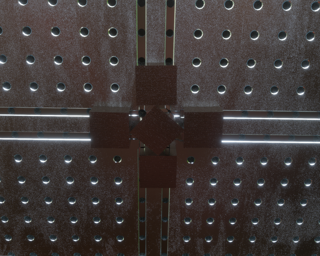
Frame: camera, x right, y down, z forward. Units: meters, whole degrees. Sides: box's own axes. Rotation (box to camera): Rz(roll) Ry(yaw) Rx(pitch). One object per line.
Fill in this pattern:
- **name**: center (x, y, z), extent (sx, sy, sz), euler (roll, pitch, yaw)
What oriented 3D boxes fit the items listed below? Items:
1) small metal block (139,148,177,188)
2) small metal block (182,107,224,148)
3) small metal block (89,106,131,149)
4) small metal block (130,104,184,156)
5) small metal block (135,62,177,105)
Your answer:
- **small metal block**: center (-0.003, 0.056, 0.434), extent (0.050, 0.025, 0.050), euler (0, 110, -1)
- **small metal block**: center (0.056, -0.001, 0.414), extent (0.050, 0.025, 0.050), euler (0, 110, -1)
- **small metal block**: center (-0.065, -0.001, 0.412), extent (0.050, 0.025, 0.050), euler (1, 110, -1)
- **small metal block**: center (-0.004, 0.000, 0.413), extent (0.050, 0.025, 0.050), euler (40, 105, -14)
- **small metal block**: center (-0.005, -0.056, 0.393), extent (0.050, 0.025, 0.050), euler (-1, 110, -1)
